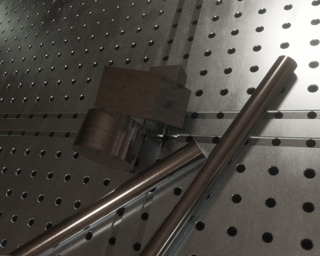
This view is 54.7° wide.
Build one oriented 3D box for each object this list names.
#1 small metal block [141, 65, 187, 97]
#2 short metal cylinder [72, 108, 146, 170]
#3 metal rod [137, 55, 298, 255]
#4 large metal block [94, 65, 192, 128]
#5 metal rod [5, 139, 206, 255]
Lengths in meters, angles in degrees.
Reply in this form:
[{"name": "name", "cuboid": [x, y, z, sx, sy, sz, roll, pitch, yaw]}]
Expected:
[{"name": "small metal block", "cuboid": [0.006, -0.061, 0.441, 0.050, 0.025, 0.050, 2, 62, 28]}, {"name": "short metal cylinder", "cuboid": [-0.064, 0.016, 0.394, 0.080, 0.080, 0.050, 5, 66, 30]}, {"name": "metal rod", "cuboid": [0.065, 0.038, 0.349, 0.025, 0.025, 0.300, 30, 78, 37]}, {"name": "large metal block", "cuboid": [-0.019, -0.037, 0.381, 0.080, 0.080, 0.050, 13, 89, 29]}, {"name": "metal rod", "cuboid": [-0.079, 0.103, 0.384, 0.300, 0.025, 0.025, -32, 52, 6]}]
